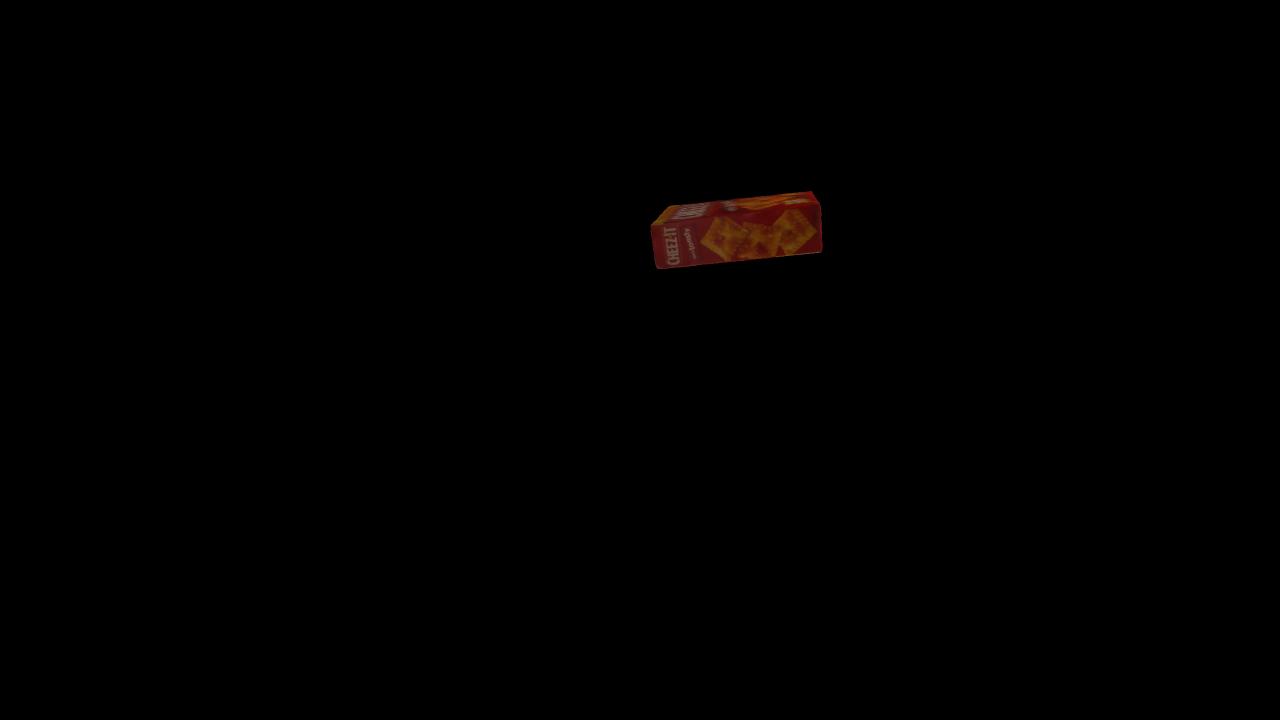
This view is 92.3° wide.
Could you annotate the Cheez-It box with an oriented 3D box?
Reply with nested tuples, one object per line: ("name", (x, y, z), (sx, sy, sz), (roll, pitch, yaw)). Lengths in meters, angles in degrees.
("Cheez-It box", (0.138, -0.187, 0.873), (0.223, 0.071, 0.166), (-4, 20, 13))
